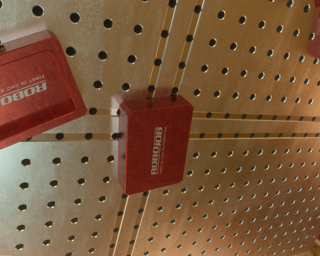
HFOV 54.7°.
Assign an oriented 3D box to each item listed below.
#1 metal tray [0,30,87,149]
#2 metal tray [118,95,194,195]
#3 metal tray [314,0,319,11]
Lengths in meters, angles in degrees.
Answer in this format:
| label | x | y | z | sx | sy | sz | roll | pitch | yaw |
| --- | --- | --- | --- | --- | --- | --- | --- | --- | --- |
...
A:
| label | x | y | z | sx | sy | sz | roll | pitch | yaw |
| --- | --- | --- | --- | --- | --- | --- | --- | --- | --- |
| metal tray | -0.150 | -0.031 | 0.306 | 0.131 | 0.030 | 0.089 | -24 | 128 | -14 |
| metal tray | -0.008 | 0.024 | 0.420 | 0.091 | 0.030 | 0.129 | -9 | 123 | -24 |
| metal tray | 0.250 | -0.214 | 0.392 | 0.131 | 0.030 | 0.090 | -24 | 105 | -13 |
